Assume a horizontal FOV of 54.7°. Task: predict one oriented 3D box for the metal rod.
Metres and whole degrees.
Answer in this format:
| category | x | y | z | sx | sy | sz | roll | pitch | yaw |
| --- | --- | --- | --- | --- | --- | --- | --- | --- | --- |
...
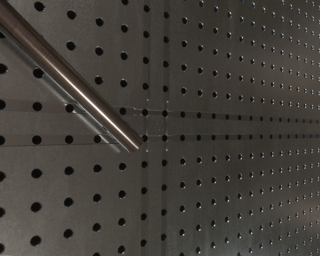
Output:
| category | x | y | z | sx | sy | sz | roll | pitch | yaw |
| --- | --- | --- | --- | --- | --- | --- | --- | --- | --- |
| metal rod | -0.119 | -0.075 | 0.310 | 0.300 | 0.025 | 0.025 | 47 | 62 | -30 |
